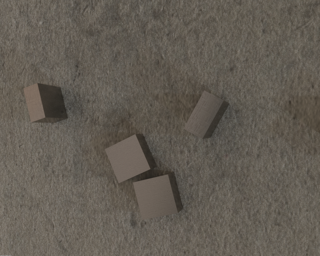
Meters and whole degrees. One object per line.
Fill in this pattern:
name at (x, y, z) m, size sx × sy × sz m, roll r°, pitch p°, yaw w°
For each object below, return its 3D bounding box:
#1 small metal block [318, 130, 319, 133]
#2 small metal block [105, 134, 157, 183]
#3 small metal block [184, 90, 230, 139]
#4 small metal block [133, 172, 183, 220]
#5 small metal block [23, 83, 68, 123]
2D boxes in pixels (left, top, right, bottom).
small metal block at (0.212, 0.000, 0.335) m, size 0.050 × 0.025 × 0.050 m, roll 38°, pitch 102°, yaw 15°
small metal block at (-0.039, 0.041, 0.422) m, size 0.050 × 0.025 × 0.050 m, roll -26°, pitch 82°, yaw 17°
small metal block at (0.058, -0.015, 0.375) m, size 0.025 × 0.050 × 0.050 m, roll 31°, pitch 100°, yaw 17°
small metal block at (-0.002, 0.089, 0.409) m, size 0.050 × 0.025 × 0.050 m, roll -16°, pitch 85°, yaw 19°
small metal block at (-0.166, -0.035, 0.453) m, size 0.025 × 0.050 × 0.050 m, roll -17°, pitch 85°, yaw 19°
